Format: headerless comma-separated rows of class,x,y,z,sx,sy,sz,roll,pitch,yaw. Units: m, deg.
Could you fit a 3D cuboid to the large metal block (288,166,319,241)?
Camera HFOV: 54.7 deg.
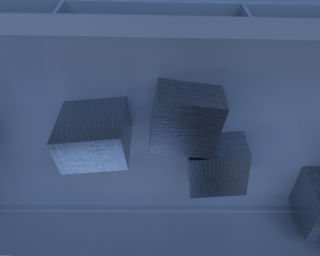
large metal block,0.246,0.116,0.475,0.050,0.080,0.079,0,130,-1

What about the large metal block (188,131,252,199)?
large metal block,0.080,0.053,0.439,0.080,0.050,0.080,-4,130,3

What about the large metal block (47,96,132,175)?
large metal block,-0.080,0.008,0.378,0.080,0.080,0.050,-5,130,3

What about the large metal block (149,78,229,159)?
large metal block,0.031,-0.010,0.384,0.081,0.050,0.079,6,130,-6
